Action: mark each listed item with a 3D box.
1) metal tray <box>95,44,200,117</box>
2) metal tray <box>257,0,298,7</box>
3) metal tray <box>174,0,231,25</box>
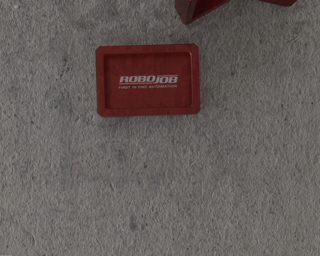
[{"bbox_3d":[-0.015,-0.061,0.407,0.131,0.030,0.089,-2,90,0],"label":"metal tray"},{"bbox_3d":[0.114,-0.189,0.363,0.131,0.090,0.030,12,86,-4],"label":"metal tray"},{"bbox_3d":[0.083,-0.183,0.377,0.130,0.090,0.030,-30,90,0],"label":"metal tray"}]
